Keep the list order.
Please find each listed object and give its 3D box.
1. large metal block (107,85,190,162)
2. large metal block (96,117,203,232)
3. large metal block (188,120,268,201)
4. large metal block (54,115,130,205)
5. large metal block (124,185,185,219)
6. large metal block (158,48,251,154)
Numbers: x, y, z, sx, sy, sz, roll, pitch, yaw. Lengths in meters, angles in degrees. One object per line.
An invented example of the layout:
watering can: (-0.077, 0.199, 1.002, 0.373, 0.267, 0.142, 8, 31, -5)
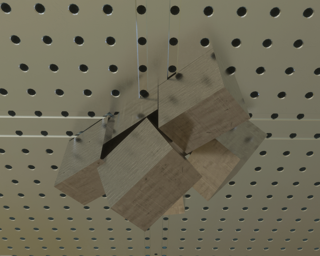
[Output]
large metal block: (-0.009, 0.006, 0.401, 0.080, 0.050, 0.080, -32, 123, 24)
large metal block: (-0.015, 0.046, 0.332, 0.080, 0.080, 0.050, -44, 121, 1)
large metal block: (0.080, 0.034, 0.396, 0.050, 0.081, 0.080, 42, 130, 19)
large metal block: (-0.084, 0.042, 0.409, 0.080, 0.080, 0.050, -31, 124, 23)
large metal block: (-0.007, 0.087, 0.440, 0.080, 0.080, 0.050, -7, 93, 6)
large metal block: (0.045, -0.031, 0.349, 0.080, 0.080, 0.050, -32, 124, 24)
